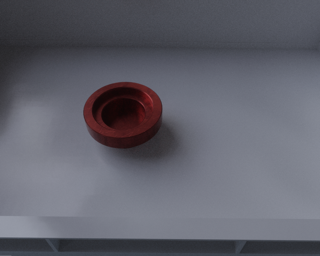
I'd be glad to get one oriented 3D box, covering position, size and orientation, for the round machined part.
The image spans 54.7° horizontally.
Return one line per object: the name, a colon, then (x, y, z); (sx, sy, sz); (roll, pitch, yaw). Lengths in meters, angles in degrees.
round machined part: (-0.046, -0.012, 0.404); (0.099, 0.042, 0.098); (0, 50, 0)
